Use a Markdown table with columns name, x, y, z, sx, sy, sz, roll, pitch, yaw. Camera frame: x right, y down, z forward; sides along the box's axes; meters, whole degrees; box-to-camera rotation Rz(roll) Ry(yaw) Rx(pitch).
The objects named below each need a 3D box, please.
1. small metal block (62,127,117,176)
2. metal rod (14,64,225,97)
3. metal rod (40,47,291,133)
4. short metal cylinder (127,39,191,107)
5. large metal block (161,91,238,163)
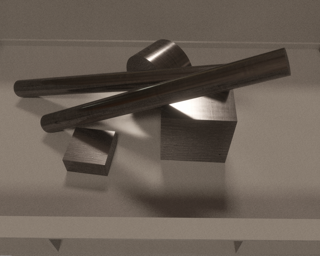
| name | x | y | z | sx | sy | sz | roll | pitch | yaw |
| --- | --- | --- | --- | --- | --- | --- | --- | --- | --- |
| small metal block | -0.084 | 0.028 | 0.380 | 0.050 | 0.025 | 0.050 | 6 | 50 | 5 |
| metal rod | -0.063 | -0.059 | 0.400 | 0.301 | 0.025 | 0.025 | -1 | 48 | 20 |
| metal rod | -0.019 | -0.032 | 0.340 | 0.300 | 0.025 | 0.025 | -11 | 44 | 28 |
| short metal cylinder | -0.001 | -0.076 | 0.433 | 0.080 | 0.080 | 0.050 | 35 | 58 | 25 |
| large metal block | 0.042 | -0.003 | 0.372 | 0.080 | 0.080 | 0.050 | 3 | 50 | 2 |
